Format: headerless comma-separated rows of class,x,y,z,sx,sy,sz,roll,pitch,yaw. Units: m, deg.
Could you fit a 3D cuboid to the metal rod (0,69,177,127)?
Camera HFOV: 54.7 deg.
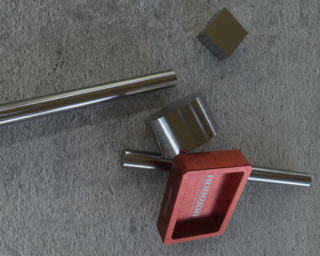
metal rod,-0.120,-0.029,0.365,0.302,0.025,0.025,-15,96,-20

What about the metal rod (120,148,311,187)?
metal rod,0.093,0.061,0.444,0.302,0.025,0.025,9,87,-20

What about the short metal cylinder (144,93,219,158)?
short metal cylinder,0.027,-0.005,0.391,0.080,0.080,0.050,-31,101,-18

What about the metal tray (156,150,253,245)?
metal tray,0.052,0.089,0.390,0.091,0.030,0.129,-2,126,-20

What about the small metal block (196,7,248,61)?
small metal block,0.089,-0.133,0.443,0.050,0.025,0.050,42,77,-16
